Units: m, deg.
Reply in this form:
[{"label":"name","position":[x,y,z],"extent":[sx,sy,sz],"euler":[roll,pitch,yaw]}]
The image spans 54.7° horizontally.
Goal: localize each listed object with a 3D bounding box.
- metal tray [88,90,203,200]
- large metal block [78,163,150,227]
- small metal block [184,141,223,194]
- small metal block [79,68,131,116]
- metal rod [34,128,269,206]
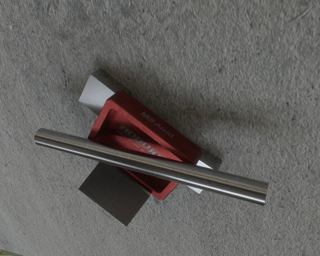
[{"label":"metal tray","position":[-0.023,0.024,0.397],"extent":[0.130,0.030,0.089],"euler":[37,129,2]},{"label":"large metal block","position":[-0.059,0.087,0.445],"extent":[0.080,0.080,0.050],"euler":[37,87,3]},{"label":"small metal block","position":[0.047,0.053,0.415],"extent":[0.050,0.025,0.050],"euler":[33,129,6]},{"label":"small metal block","position":[-0.075,-0.044,0.419],"extent":[0.050,0.025,0.050],"euler":[38,129,2]},{"label":"metal rod","position":[-0.027,0.040,0.375],"extent":[0.301,0.025,0.025],"euler":[12,123,21]}]
